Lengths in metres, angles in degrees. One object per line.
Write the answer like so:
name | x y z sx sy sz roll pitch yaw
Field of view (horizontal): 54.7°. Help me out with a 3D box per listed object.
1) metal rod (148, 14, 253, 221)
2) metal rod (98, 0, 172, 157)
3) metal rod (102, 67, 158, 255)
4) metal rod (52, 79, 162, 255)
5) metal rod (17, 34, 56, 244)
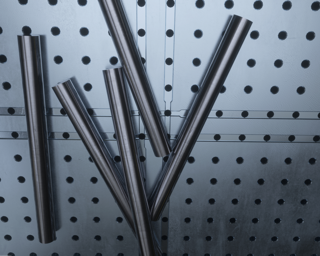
metal rod | 0.043 0.000 0.414 0.025 0.025 0.298 20 109 -8
metal rod | -0.042 -0.099 0.376 0.025 0.025 0.298 -17 110 6
metal rod | -0.036 0.068 0.422 0.025 0.025 0.298 -9 104 3
metal rod | -0.066 0.072 0.438 0.025 0.025 0.299 -22 109 7
metal rod | -0.165 0.029 0.421 0.025 0.025 0.298 2 110 -1
